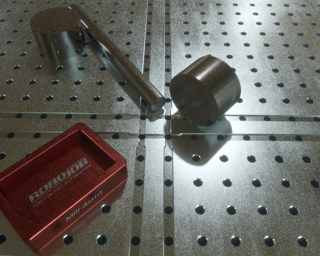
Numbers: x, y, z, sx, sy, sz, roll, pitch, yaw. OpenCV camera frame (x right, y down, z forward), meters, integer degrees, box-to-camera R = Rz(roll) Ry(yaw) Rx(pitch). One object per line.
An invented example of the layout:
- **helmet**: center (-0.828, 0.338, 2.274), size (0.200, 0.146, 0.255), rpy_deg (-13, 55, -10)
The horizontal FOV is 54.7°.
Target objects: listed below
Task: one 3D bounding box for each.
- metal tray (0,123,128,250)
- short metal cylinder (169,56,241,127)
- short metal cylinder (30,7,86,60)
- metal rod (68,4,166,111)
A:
- **metal tray**: center (-0.113, 0.059, 0.353), size (0.090, 0.030, 0.131), rpy_deg (37, 59, 26)
- **short metal cylinder**: center (0.060, -0.049, 0.414), size (0.080, 0.080, 0.050), rpy_deg (35, 58, 25)
- **short metal cylinder**: center (-0.171, -0.160, 0.524), size (0.081, 0.050, 0.080), rpy_deg (0, 50, 0)
- **metal rod**: center (-0.084, -0.131, 0.516), size (0.025, 0.025, 0.300), rpy_deg (-26, 55, -21)
